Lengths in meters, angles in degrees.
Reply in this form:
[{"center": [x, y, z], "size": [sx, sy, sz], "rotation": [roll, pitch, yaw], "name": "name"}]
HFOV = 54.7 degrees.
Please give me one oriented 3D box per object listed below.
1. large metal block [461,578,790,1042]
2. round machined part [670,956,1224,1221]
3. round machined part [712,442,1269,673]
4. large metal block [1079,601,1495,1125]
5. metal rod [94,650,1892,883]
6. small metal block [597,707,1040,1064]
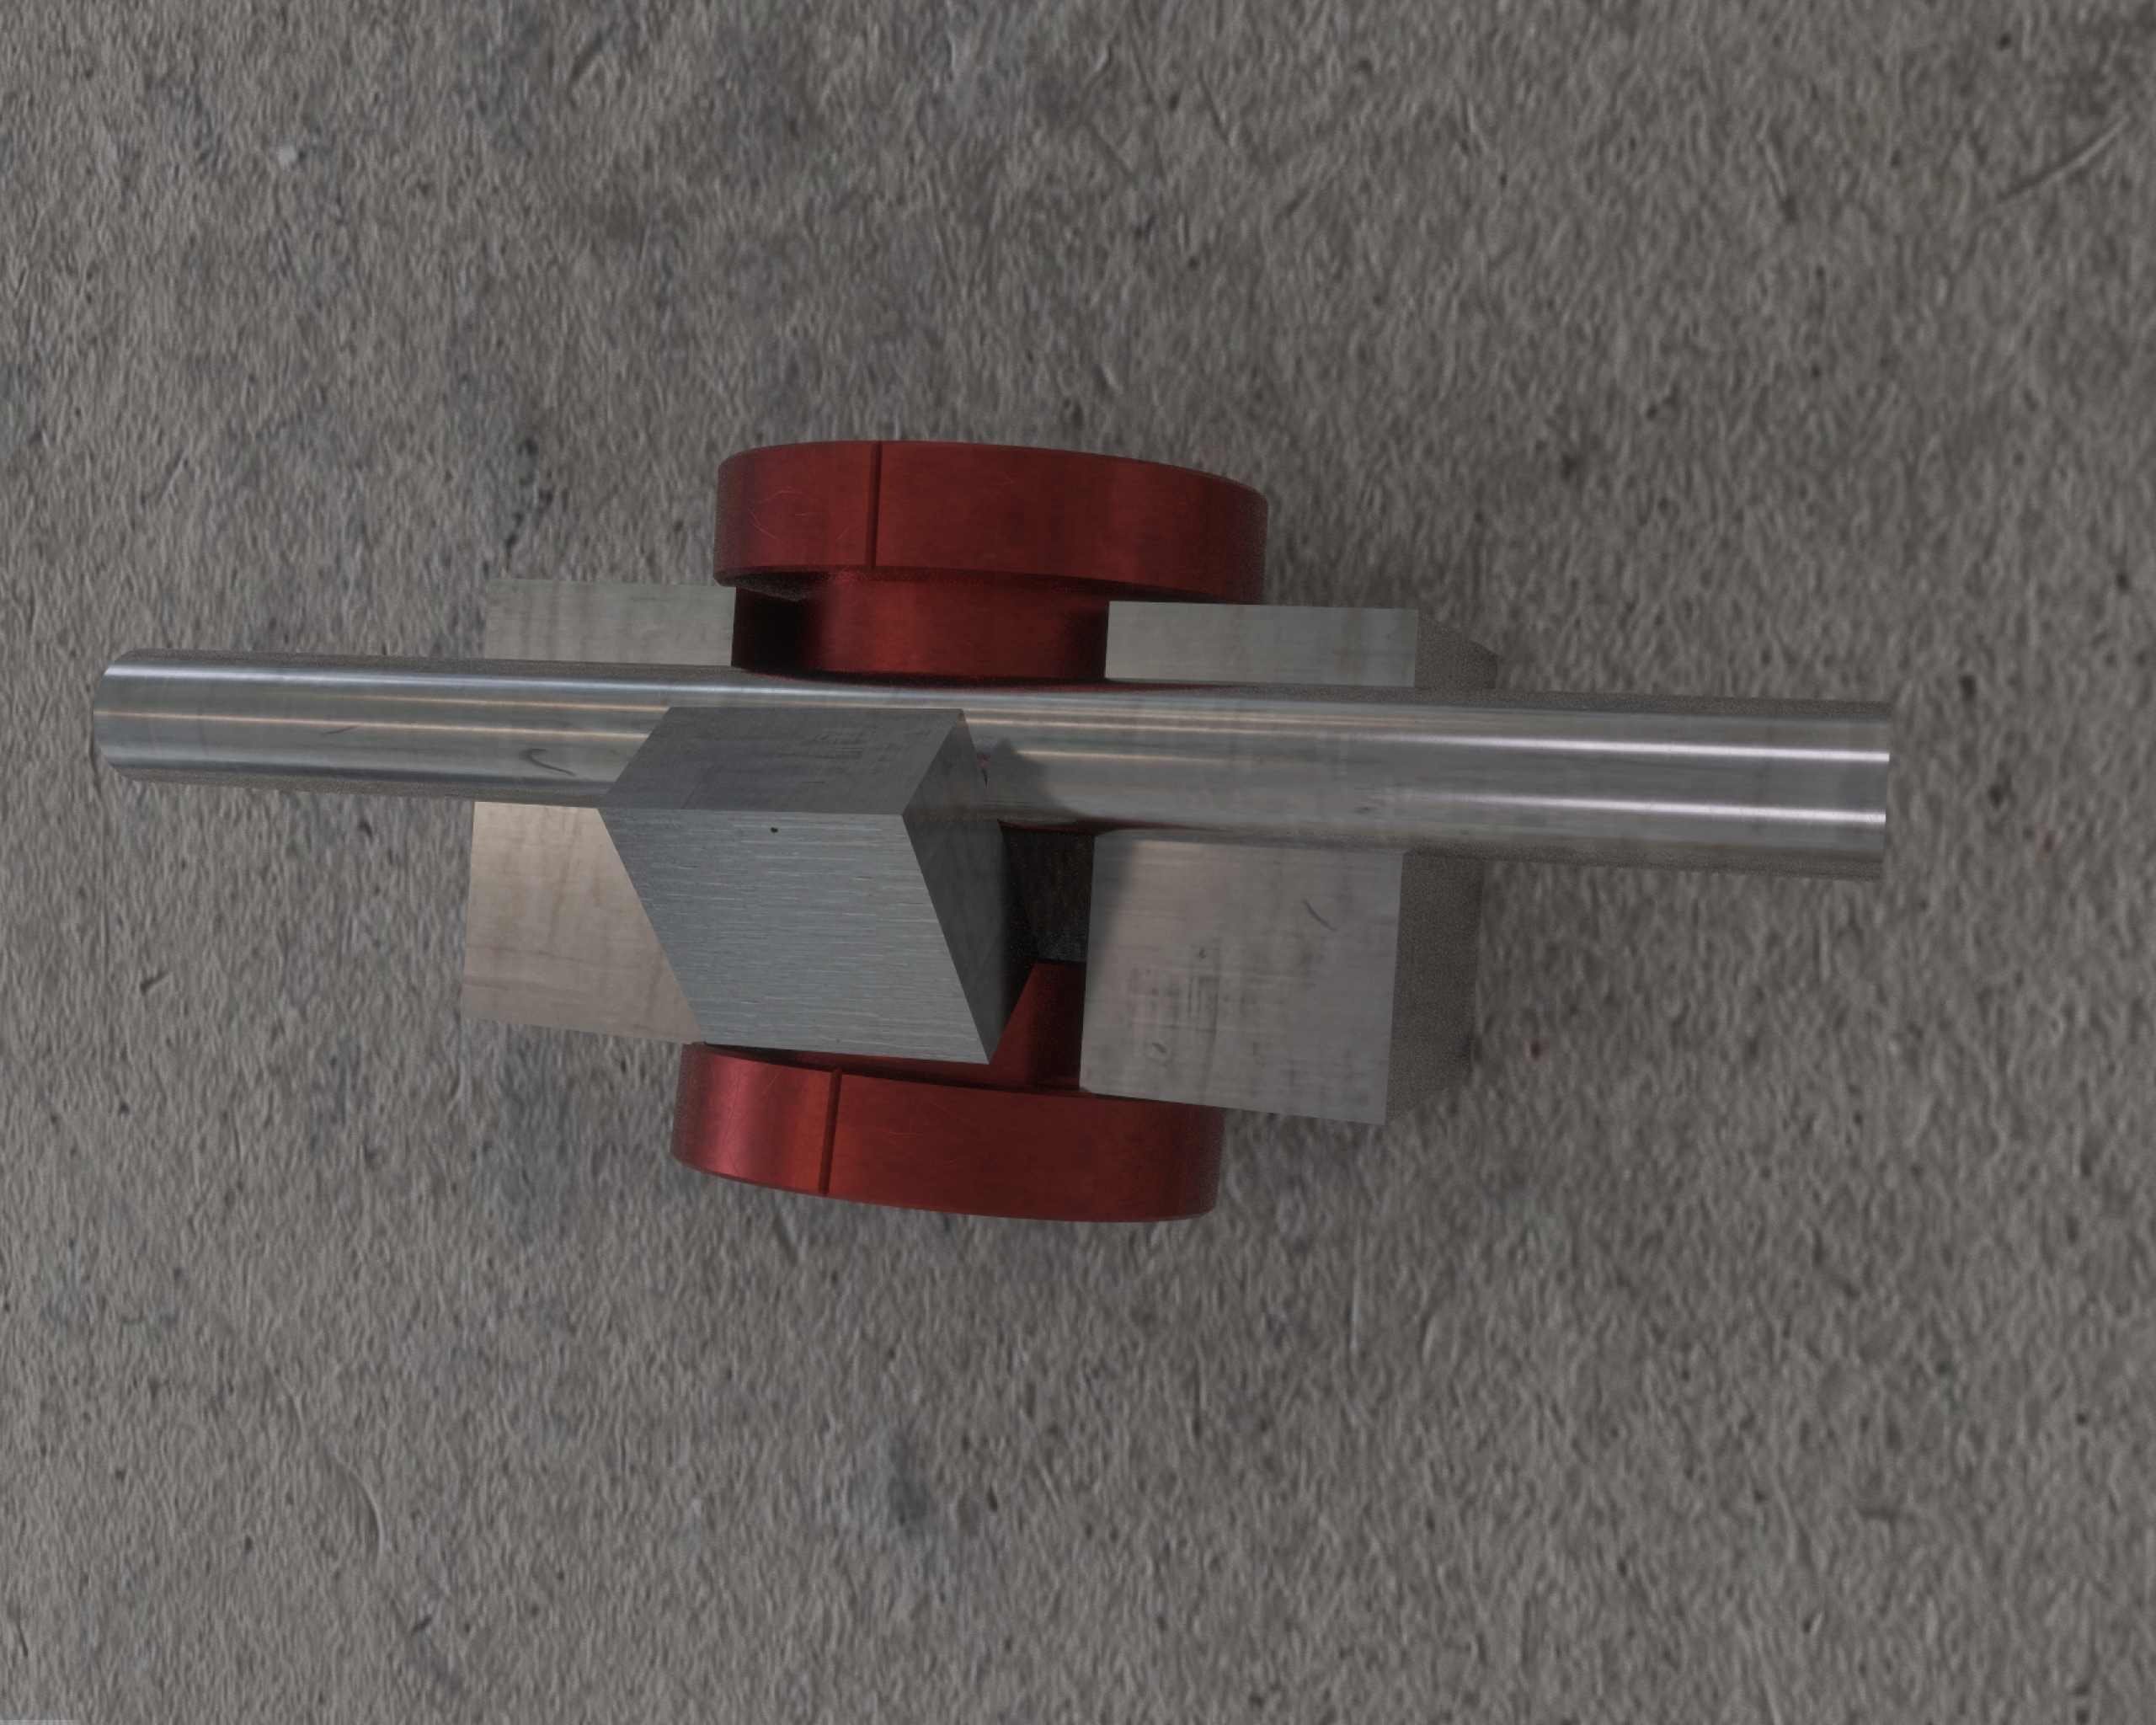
[{"center": [-0.072, -0.010, 0.406], "size": [0.050, 0.080, 0.079], "rotation": [5, 92, 20], "name": "large metal block"}, {"center": [-0.022, 0.036, 0.379], "size": [0.098, 0.098, 0.042], "rotation": [5, 87, 20], "name": "round machined part"}, {"center": [-0.016, -0.047, 0.377], "size": [0.098, 0.098, 0.042], "rotation": [4, 92, 20], "name": "round machined part"}, {"center": [0.040, -0.001, 0.367], "size": [0.050, 0.080, 0.079], "rotation": [4, 92, 20], "name": "large metal block"}, {"center": [-0.031, -0.018, 0.336], "size": [0.301, 0.025, 0.025], "rotation": [4, 91, 20], "name": "metal rod"}, {"center": [-0.039, 0.003, 0.324], "size": [0.050, 0.025, 0.050], "rotation": [2, 131, 21], "name": "small metal block"}]
